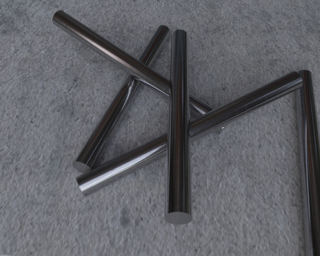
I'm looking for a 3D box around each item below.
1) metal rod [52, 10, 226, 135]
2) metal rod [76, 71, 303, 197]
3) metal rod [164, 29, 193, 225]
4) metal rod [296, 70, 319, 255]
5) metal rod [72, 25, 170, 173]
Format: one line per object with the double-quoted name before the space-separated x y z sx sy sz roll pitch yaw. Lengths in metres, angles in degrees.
"metal rod" -0.035 -0.085 0.440 0.300 0.025 0.025 35 58 13
"metal rod" 0.045 0.001 0.376 0.302 0.025 0.025 -26 55 -11
"metal rod" 0.023 -0.030 0.375 0.025 0.025 0.300 2 47 1
"metal rod" 0.184 0.033 0.377 0.025 0.025 0.300 11 51 8
"metal rod" -0.042 -0.062 0.454 0.025 0.025 0.301 15 51 12
